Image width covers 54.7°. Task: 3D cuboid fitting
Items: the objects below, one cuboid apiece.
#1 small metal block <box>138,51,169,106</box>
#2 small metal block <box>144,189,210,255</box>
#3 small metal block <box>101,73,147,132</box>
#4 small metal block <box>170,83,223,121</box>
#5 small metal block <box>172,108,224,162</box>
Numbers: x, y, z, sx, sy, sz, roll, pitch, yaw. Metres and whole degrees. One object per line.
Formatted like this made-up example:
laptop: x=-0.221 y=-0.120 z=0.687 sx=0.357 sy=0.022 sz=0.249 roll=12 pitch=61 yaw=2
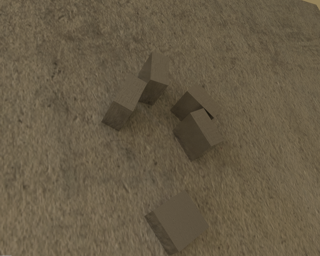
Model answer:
small metal block: x=-0.010 y=-0.067 z=0.425 sx=0.025 sy=0.050 sz=0.050 roll=16 pitch=55 yaw=-20
small metal block: x=0.019 y=0.106 z=0.351 sx=0.050 sy=0.025 sz=0.050 roll=-25 pitch=76 yaw=-37
small metal block: x=-0.045 y=-0.032 z=0.384 sx=0.025 sy=0.050 sz=0.050 roll=30 pitch=52 yaw=-10
small metal block: x=0.050 y=-0.026 z=0.432 sx=0.050 sy=0.050 sz=0.025 roll=46 pitch=51 yaw=3
small metal block: x=0.049 y=0.010 z=0.410 sx=0.025 sy=0.050 sz=0.050 roll=-20 pitch=73 yaw=-36
